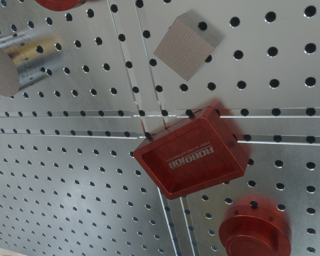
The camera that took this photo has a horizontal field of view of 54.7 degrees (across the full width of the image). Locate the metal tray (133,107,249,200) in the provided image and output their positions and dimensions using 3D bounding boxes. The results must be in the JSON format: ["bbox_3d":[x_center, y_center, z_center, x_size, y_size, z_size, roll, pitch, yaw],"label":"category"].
[{"bbox_3d":[0.038,0.039,0.410,0.130,0.030,0.090,-29,103,37],"label":"metal tray"}]

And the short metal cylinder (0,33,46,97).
[{"bbox_3d":[-0.216,-0.092,0.450,0.080,0.050,0.079,13,124,20],"label":"short metal cylinder"}]

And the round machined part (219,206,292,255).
[{"bbox_3d":[0.129,0.159,0.430,0.098,0.042,0.097,13,124,20],"label":"round machined part"}]

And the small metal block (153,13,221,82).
[{"bbox_3d":[0.029,-0.088,0.340,0.050,0.025,0.050,40,129,0],"label":"small metal block"}]

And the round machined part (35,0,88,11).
[{"bbox_3d":[-0.109,-0.184,0.342,0.098,0.042,0.097,13,124,20],"label":"round machined part"}]
